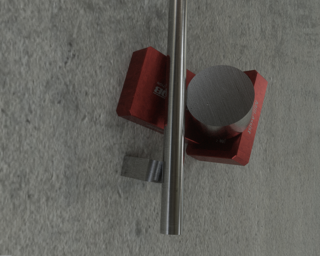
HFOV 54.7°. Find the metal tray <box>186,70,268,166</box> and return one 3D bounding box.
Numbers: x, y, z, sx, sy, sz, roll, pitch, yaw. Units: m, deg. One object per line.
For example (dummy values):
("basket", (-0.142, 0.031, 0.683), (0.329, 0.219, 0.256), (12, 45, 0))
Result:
("metal tray", (0.095, -0.015, 0.446), (0.030, 0.090, 0.130), (29, 72, -37))

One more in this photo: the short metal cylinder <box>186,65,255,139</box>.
("short metal cylinder", (0.076, -0.031, 0.388), (0.050, 0.080, 0.080), (54, 51, -66))

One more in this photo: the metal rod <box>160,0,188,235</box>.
("metal rod", (0.019, -0.030, 0.373), (0.025, 0.025, 0.299), (14, 72, -40))

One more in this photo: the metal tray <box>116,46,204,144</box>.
("metal tray", (0.013, -0.039, 0.415), (0.131, 0.030, 0.090), (23, 75, -38))

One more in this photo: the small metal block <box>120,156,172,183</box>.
("small metal block", (-0.012, 0.052, 0.381), (0.050, 0.050, 0.025), (16, 80, -39))
